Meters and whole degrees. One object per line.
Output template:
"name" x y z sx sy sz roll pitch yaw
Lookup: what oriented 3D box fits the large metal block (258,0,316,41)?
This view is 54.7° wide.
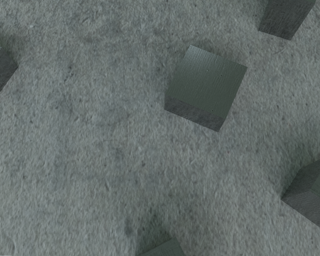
"large metal block" 0.190 -0.190 0.451 0.050 0.080 0.080 20 71 7

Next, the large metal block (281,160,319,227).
"large metal block" 0.200 0.082 0.352 0.080 0.080 0.050 36 74 12

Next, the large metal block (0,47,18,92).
"large metal block" -0.260 -0.079 0.421 0.080 0.050 0.080 24 72 8

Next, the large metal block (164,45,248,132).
"large metal block" 0.060 -0.052 0.415 0.080 0.050 0.080 24 72 8

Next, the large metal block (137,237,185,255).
"large metal block" 0.011 0.162 0.320 0.050 0.080 0.080 -25 72 -9
